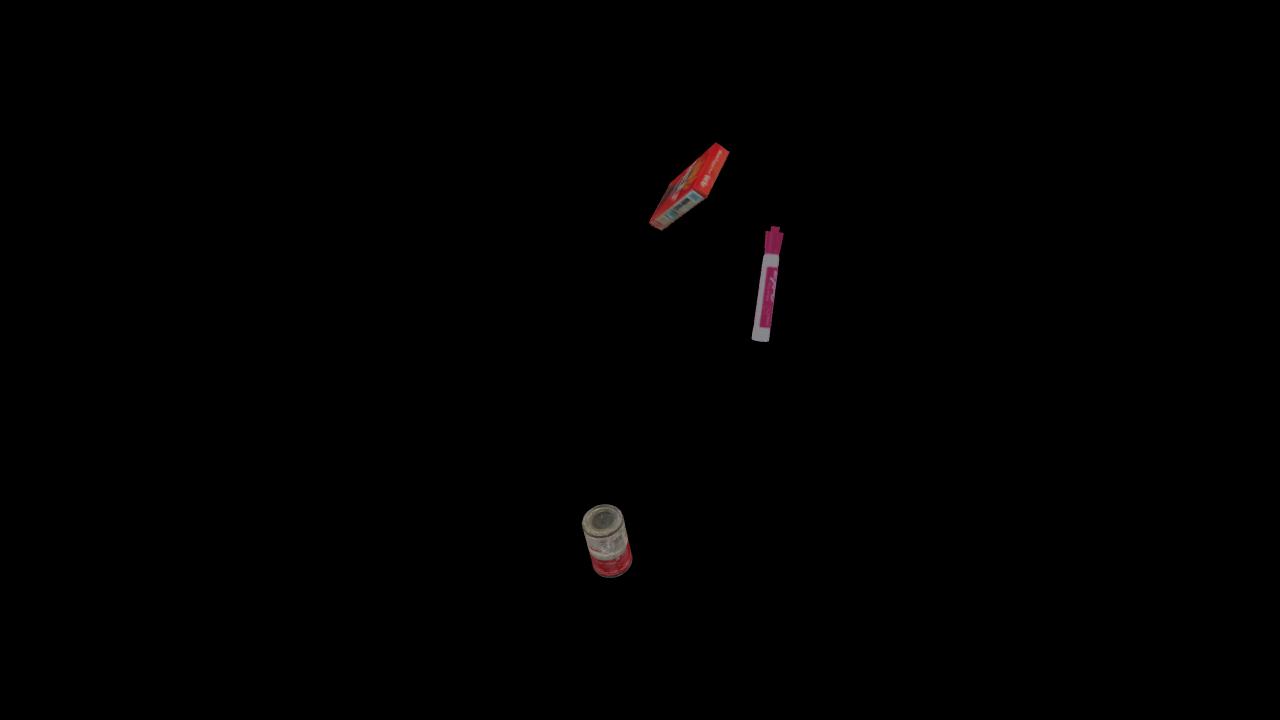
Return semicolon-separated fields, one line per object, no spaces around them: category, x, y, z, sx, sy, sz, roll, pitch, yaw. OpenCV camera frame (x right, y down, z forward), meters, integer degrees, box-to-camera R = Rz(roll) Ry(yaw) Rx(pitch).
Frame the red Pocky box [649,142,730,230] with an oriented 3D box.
red Pocky box;0.069;-0.251;0.903;0.028;0.083;0.155;32;-17;-16

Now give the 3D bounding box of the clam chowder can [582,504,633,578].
clam chowder can;-0.052;0.290;0.987;0.068;0.102;0.068;-6;35;4

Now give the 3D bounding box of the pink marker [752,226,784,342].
pink marker;0.135;-0.080;0.651;0.020;0.121;0.020;5;11;-1
